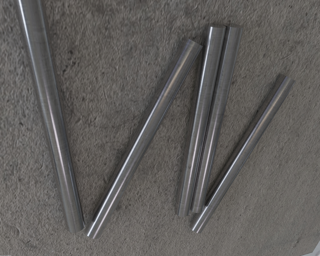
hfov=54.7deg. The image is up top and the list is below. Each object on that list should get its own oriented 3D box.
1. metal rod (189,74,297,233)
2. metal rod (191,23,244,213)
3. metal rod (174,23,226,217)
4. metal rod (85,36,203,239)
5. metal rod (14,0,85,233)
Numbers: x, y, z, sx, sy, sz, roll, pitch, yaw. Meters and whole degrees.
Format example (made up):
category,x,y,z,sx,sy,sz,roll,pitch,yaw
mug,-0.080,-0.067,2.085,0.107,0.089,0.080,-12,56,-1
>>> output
category,x,y,z,sx,sy,sz,roll,pitch,yaw
metal rod,0.128,0.051,0.508,0.025,0.025,0.298,15,111,-34
metal rod,0.075,0.005,0.450,0.025,0.025,0.298,-8,122,-24
metal rod,0.051,0.008,0.439,0.025,0.025,0.298,-8,122,-24
metal rod,-0.029,0.024,0.405,0.025,0.025,0.298,17,110,-35
metal rod,-0.116,0.007,0.347,0.025,0.025,0.298,-14,124,-21
